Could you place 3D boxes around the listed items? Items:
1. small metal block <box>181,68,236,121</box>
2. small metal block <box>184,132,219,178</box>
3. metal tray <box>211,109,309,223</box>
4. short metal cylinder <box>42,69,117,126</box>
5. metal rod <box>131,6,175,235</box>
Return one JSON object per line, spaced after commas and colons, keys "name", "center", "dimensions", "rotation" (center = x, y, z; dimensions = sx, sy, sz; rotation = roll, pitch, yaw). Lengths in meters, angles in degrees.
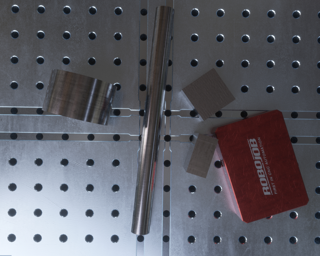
{"name": "small metal block", "center": [0.063, -0.044, 0.414], "dimensions": [0.050, 0.025, 0.050], "rotation": [-35, 90, 0]}
{"name": "small metal block", "center": [0.052, 0.034, 0.402], "dimensions": [0.025, 0.050, 0.050], "rotation": [18, 90, 0]}
{"name": "metal tray", "center": [0.132, 0.049, 0.413], "dimensions": [0.090, 0.030, 0.129], "rotation": [-17, 90, -1]}
{"name": "short metal cylinder", "center": [-0.099, -0.037, 0.385], "dimensions": [0.080, 0.080, 0.050], "rotation": [14, 90, -1]}
{"name": "metal rod", "center": [-0.010, -0.010, 0.413], "dimensions": [0.025, 0.025, 0.298], "rotation": [7, 90, -1]}
